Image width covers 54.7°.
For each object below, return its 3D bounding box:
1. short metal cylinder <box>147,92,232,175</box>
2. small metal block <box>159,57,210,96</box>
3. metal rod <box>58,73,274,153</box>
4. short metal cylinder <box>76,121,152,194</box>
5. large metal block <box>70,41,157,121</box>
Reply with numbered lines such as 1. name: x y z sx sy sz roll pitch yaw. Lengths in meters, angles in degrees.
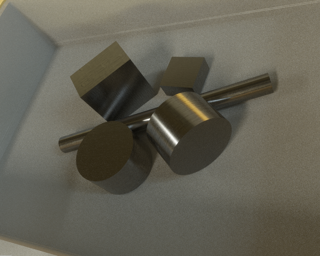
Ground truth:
1. short metal cylinder: 0.032 0.006 0.347 0.080 0.080 0.050 -40 51 0
2. small metal block: 0.034 -0.070 0.428 0.050 0.025 0.050 9 66 31
3. metal rod: -0.006 -0.014 0.415 0.301 0.025 0.025 -16 55 18
4. short metal cylinder: -0.057 0.038 0.392 0.080 0.050 0.080 -13 56 20
5. large metal block: -0.064 -0.060 0.438 0.080 0.080 0.050 -37 51 3
